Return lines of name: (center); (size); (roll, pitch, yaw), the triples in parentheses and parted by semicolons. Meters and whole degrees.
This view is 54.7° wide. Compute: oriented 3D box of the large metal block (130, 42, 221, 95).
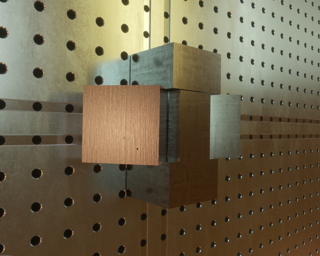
large metal block: (0.019, -0.068, 0.390); (0.081, 0.080, 0.050); (1, 90, -40)

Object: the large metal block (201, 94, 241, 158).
large metal block: (0.074, -0.002, 0.427); (0.050, 0.080, 0.079); (1, 89, -3)

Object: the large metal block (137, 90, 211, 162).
large metal block: (0.015, -0.002, 0.387); (0.050, 0.080, 0.079); (1, 89, -40)

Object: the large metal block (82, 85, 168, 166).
large metal block: (-0.036, -0.004, 0.337); (0.050, 0.080, 0.079); (1, 90, -80)

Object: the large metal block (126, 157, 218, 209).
large metal block: (0.015, 0.062, 0.386); (0.081, 0.080, 0.050); (1, 90, -40)
